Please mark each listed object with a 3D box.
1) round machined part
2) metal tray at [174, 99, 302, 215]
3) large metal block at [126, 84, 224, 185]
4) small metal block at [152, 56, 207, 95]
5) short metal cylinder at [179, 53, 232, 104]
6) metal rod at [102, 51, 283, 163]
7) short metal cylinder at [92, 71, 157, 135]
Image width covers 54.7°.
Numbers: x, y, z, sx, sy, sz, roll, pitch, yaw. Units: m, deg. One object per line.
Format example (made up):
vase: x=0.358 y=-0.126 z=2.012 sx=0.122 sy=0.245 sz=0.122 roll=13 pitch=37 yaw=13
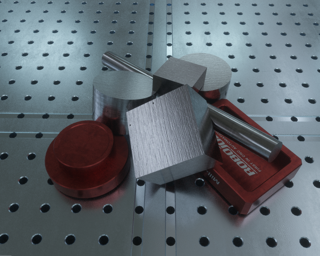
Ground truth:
round machined part: x=-0.086 y=0.029 z=0.366 sx=0.099 sy=0.042 sz=0.098 roll=0 pitch=50 yaw=0
metal tray: x=0.089 y=0.028 z=0.376 sx=0.091 sy=0.030 sz=0.130 roll=-29 pitch=56 yaw=-23
large metal block: x=0.015 y=0.010 z=0.344 sx=0.080 sy=0.050 sz=0.080 roll=-23 pitch=62 yaw=24
small metal block: x=0.025 y=-0.060 z=0.385 sx=0.050 sy=0.025 sz=0.050 roll=21 pitch=45 yaw=17
short metal cylinder: x=0.057 y=-0.062 z=0.440 sx=0.081 sy=0.050 sz=0.080 roll=0 pitch=50 yaw=0
metal rod: x=0.018 y=-0.043 z=0.407 sx=0.025 sy=0.025 sz=0.300 roll=-35 pitch=49 yaw=-26
short metal cylinder: x=-0.046 y=-0.035 z=0.401 sx=0.081 sy=0.050 sz=0.080 roll=7 pitch=33 yaw=-4
